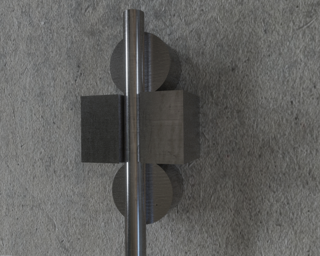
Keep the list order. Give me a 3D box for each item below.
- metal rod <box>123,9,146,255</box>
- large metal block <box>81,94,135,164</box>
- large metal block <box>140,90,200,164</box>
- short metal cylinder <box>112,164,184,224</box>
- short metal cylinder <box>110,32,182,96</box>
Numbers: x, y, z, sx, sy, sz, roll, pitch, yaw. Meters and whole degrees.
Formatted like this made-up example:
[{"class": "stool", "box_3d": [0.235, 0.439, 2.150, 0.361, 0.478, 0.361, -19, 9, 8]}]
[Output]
[{"class": "metal rod", "box_3d": [-0.030, 0.012, 0.367, 0.025, 0.025, 0.298, -1, 90, 20]}, {"class": "large metal block", "box_3d": [-0.057, 0.001, 0.401, 0.050, 0.080, 0.080, -1, 90, 20]}, {"class": "large metal block", "box_3d": [0.015, -0.001, 0.375, 0.050, 0.080, 0.080, -1, 90, 20]}, {"class": "short metal cylinder", "box_3d": [-0.014, 0.078, 0.402, 0.080, 0.050, 0.080, 0, 89, 20]}, {"class": "short metal cylinder", "box_3d": [-0.017, -0.078, 0.403, 0.080, 0.050, 0.080, 0, 89, 20]}]
